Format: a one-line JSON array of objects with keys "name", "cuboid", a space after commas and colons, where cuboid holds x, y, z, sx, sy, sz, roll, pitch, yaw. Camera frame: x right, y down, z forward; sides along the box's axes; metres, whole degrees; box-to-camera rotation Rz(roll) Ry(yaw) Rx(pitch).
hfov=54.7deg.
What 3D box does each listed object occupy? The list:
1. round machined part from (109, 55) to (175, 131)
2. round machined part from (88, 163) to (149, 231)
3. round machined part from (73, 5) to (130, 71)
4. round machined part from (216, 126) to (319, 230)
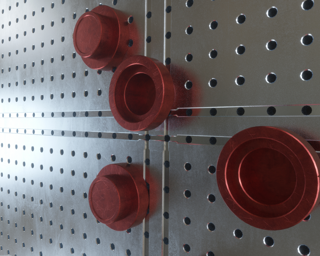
[{"name": "round machined part", "cuboid": [-0.020, -0.044, 0.413, 0.098, 0.042, 0.097, 0, 90, 39]}, {"name": "round machined part", "cuboid": [-0.067, 0.101, 0.451, 0.098, 0.042, 0.097, 0, 90, 39]}, {"name": "round machined part", "cuboid": [-0.096, -0.139, 0.475, 0.098, 0.042, 0.097, 0, 90, 39]}, {"name": "round machined part", "cuboid": [0.110, 0.047, 0.307, 0.098, 0.042, 0.097, 0, 90, 39]}]
